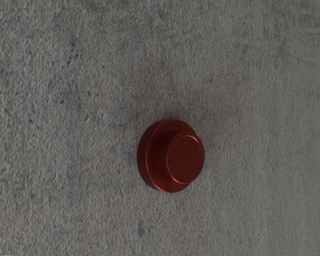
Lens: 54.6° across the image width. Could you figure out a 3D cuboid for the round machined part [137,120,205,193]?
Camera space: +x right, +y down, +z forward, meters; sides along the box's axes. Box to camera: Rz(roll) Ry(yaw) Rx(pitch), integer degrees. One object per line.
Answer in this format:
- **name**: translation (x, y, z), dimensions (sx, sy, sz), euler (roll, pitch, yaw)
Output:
- **round machined part**: translation (0.021, 0.038, 0.410), dimensions (0.099, 0.042, 0.097), euler (0, 90, -40)
